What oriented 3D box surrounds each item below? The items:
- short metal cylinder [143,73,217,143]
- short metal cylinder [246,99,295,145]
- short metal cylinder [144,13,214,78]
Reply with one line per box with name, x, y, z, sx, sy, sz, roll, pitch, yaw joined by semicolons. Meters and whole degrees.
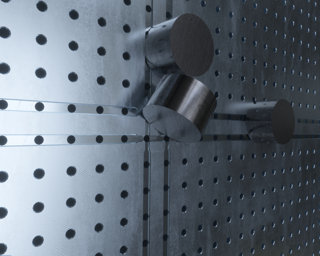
short metal cylinder;0.025;-0.024;0.394;0.080;0.080;0.050;43;64;-32
short metal cylinder;0.200;-0.011;0.560;0.081;0.050;0.079;0;90;-40
short metal cylinder;0.027;-0.106;0.414;0.081;0.050;0.079;0;90;-40
